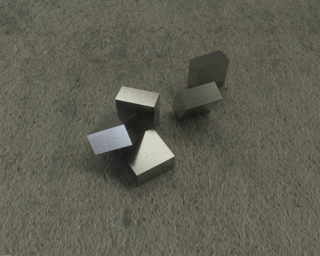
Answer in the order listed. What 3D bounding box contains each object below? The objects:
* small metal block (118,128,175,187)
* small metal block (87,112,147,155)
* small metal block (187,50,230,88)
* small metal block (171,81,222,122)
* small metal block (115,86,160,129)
[{"bbox_3d":[-0.017,0.034,0.374,0.050,0.025,0.050,-25,55,-20],"label":"small metal block"},{"bbox_3d":[-0.050,0.005,0.372,0.050,0.025,0.050,-16,14,22],"label":"small metal block"},{"bbox_3d":[0.070,-0.081,0.455,0.050,0.050,0.025,-21,53,-17],"label":"small metal block"},{"bbox_3d":[0.048,-0.034,0.412,0.050,0.050,0.025,-18,77,-15],"label":"small metal block"},{"bbox_3d":[-0.028,-0.024,0.407,0.050,0.050,0.025,12,51,10],"label":"small metal block"}]
